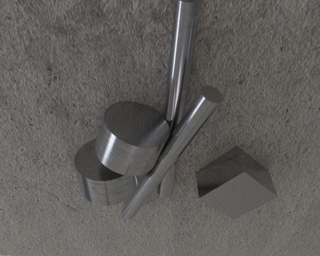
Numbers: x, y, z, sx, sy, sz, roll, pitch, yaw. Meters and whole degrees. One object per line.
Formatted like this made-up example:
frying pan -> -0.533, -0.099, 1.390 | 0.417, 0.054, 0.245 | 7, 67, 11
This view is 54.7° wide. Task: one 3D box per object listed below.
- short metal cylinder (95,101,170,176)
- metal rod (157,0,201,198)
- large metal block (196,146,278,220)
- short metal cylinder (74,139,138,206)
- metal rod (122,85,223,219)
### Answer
short metal cylinder -> -0.035, 0.012, 0.381 | 0.081, 0.080, 0.050 | 15, 129, -13
metal rod -> 0.018, -0.012, 0.396 | 0.025, 0.025, 0.298 | 3, 130, -3
large metal block -> 0.113, 0.084, 0.464 | 0.080, 0.050, 0.080 | 36, 121, -27
short metal cylinder -> -0.071, 0.057, 0.419 | 0.081, 0.080, 0.050 | 1, 130, -1
metal rod -> 0.000, 0.055, 0.424 | 0.025, 0.025, 0.298 | 16, 137, -14
